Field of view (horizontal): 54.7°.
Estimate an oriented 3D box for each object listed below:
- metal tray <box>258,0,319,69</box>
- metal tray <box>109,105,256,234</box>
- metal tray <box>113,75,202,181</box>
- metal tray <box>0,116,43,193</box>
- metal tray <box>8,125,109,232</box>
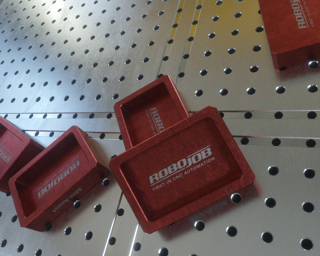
[{"bbox_3d":[0.181,-0.145,0.399,0.090,0.030,0.130,-13,56,21],"label":"metal tray"},{"bbox_3d":[0.022,0.044,0.336,0.130,0.030,0.090,-29,86,9],"label":"metal tray"},{"bbox_3d":[-0.003,0.000,0.405,0.090,0.030,0.130,-29,52,9],"label":"metal tray"},{"bbox_3d":[-0.264,0.038,0.516,0.130,0.030,0.090,26,75,36],"label":"metal tray"},{"bbox_3d":[-0.145,0.069,0.436,0.130,0.030,0.090,-40,51,0],"label":"metal tray"}]
